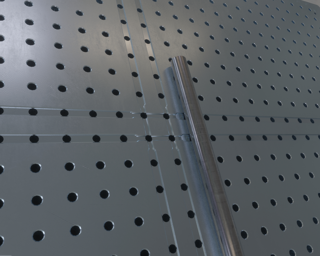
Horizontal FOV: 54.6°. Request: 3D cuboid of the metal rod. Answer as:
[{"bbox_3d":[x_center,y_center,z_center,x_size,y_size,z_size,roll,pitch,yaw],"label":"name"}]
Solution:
[{"bbox_3d":[0.058,0.026,0.422,0.025,0.025,0.299,2,61,-27],"label":"metal rod"}]
